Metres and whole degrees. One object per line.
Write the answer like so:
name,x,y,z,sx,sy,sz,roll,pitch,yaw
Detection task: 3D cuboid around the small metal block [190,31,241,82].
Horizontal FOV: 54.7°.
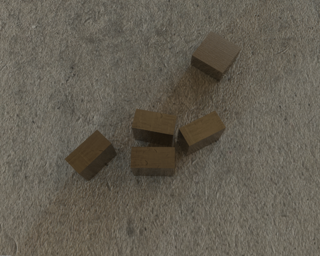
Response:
small metal block,0.080,-0.103,0.446,0.050,0.025,0.050,34,73,11

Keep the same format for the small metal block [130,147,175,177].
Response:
small metal block,-0.008,0.042,0.379,0.050,0.050,0.025,1,70,0

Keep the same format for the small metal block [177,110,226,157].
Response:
small metal block,0.051,0.008,0.392,0.050,0.050,0.025,-26,72,-9

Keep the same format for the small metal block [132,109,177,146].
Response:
small metal block,-0.007,0.001,0.394,0.050,0.050,0.025,10,71,4

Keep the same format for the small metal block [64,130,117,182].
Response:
small metal block,-0.083,0.035,0.381,0.025,0.050,0.050,42,75,14
